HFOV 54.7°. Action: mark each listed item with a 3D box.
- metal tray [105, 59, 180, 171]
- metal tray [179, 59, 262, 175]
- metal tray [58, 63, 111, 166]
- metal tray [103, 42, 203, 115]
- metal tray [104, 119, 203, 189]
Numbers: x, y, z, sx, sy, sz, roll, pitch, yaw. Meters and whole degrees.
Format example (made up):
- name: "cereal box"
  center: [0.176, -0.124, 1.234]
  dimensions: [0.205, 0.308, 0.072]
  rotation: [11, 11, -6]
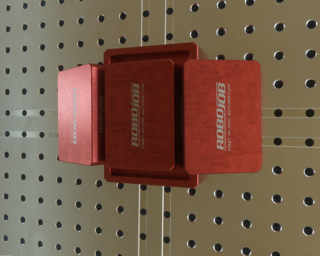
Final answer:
- name: "metal tray"
  center: [-0.021, -0.015, 0.384]
  dimensions: [0.090, 0.030, 0.129]
  rotation: [0, 90, 19]
- name: "metal tray"
  center: [0.070, -0.013, 0.365]
  dimensions: [0.091, 0.030, 0.129]
  rotation: [-1, 90, -8]
- name: "metal tray"
  center: [-0.106, -0.017, 0.427]
  dimensions: [0.090, 0.030, 0.129]
  rotation: [0, 90, 45]
- name: "metal tray"
  center: [-0.011, -0.061, 0.412]
  dimensions: [0.130, 0.030, 0.089]
  rotation: [1, 91, 19]
- name: "metal tray"
  center: [-0.010, 0.029, 0.413]
  dimensions: [0.130, 0.030, 0.089]
  rotation: [1, 91, 19]
